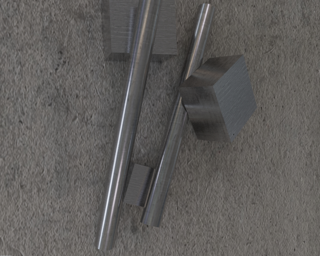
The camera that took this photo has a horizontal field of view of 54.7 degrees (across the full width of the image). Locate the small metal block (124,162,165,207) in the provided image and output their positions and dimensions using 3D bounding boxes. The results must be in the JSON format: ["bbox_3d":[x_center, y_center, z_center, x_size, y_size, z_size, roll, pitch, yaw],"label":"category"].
[{"bbox_3d":[-0.020,0.075,0.402,0.050,0.025,0.050,18,84,-19],"label":"small metal block"}]

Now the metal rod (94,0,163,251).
[{"bbox_3d":[-0.039,0.001,0.361,0.025,0.025,0.298,8,100,-20],"label":"metal rod"}]

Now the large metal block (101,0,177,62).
[{"bbox_3d":[-0.027,-0.127,0.386,0.081,0.050,0.079,-3,91,-20],"label":"large metal block"}]

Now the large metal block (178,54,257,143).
[{"bbox_3d":[0.077,-0.038,0.400,0.080,0.050,0.080,-45,124,-36],"label":"large metal block"}]

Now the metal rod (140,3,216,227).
[{"bbox_3d":[0.027,-0.025,0.402,0.025,0.025,0.299,20,77,-19],"label":"metal rod"}]
